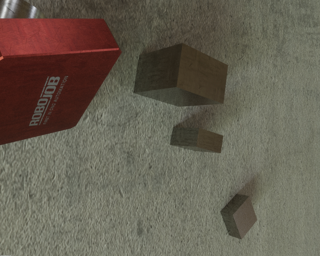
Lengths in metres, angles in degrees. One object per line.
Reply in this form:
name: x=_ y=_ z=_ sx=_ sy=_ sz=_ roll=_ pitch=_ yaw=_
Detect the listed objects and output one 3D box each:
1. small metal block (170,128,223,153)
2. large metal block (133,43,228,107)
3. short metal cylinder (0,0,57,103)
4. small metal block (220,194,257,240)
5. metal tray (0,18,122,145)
small metal block: x=0.051 y=0.017 z=0.431 sx=0.050 sy=0.050 sz=0.025 roll=16 pitch=80 yaw=-39
large metal block: x=0.026 y=-0.062 z=0.390 sx=0.081 sy=0.080 sz=0.050 roll=13 pitch=82 yaw=-39
short metal cylinder: x=-0.130 y=-0.062 z=0.252 sx=0.080 sy=0.080 sz=0.050 roll=23 pitch=56 yaw=-38
small metal block: x=0.132 y=0.146 z=0.516 sx=0.050 sy=0.025 sz=0.050 roll=-34 pitch=112 yaw=-35
metal tray: x=-0.098 y=-0.033 z=0.255 sx=0.091 sy=0.129 sz=0.030 roll=-16 pitch=72 yaw=-39
